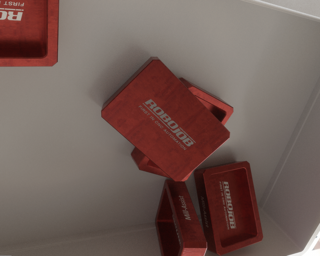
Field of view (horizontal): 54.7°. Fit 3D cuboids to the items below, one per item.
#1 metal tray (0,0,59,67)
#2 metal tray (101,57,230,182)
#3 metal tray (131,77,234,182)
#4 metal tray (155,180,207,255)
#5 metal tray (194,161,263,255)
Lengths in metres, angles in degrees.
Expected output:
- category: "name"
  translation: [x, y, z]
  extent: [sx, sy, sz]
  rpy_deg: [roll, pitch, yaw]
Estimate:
- category: "metal tray"
  translation: [-0.152, -0.095, 0.250]
  extent: [0.131, 0.030, 0.089]
  rpy_deg: [-6, 135, -26]
- category: "metal tray"
  translation: [0.008, -0.008, 0.369]
  extent: [0.090, 0.030, 0.130]
  rpy_deg: [-44, 108, 9]
- category: "metal tray"
  translation: [0.031, 0.007, 0.425]
  extent: [0.091, 0.030, 0.129]
  rpy_deg: [22, 107, -36]
- category: "metal tray"
  translation: [0.025, 0.148, 0.443]
  extent: [0.030, 0.130, 0.089]
  rpy_deg: [6, 117, -13]
- category: "metal tray"
  translation: [0.110, 0.124, 0.495]
  extent: [0.091, 0.030, 0.129]
  rpy_deg: [-7, 85, -25]
